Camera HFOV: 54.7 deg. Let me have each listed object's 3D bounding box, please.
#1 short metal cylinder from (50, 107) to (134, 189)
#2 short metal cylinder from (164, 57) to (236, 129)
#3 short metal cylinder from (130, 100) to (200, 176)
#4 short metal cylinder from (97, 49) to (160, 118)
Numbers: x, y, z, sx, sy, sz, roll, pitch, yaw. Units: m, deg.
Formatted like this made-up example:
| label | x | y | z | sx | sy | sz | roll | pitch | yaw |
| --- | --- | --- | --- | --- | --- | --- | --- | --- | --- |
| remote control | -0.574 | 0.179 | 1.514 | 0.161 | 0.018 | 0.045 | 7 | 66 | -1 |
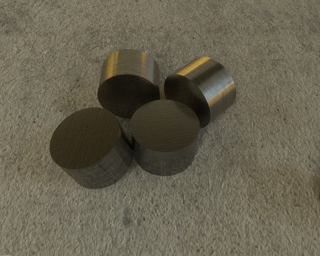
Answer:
| label | x | y | z | sx | sy | sz | roll | pitch | yaw |
| --- | --- | --- | --- | --- | --- | --- | --- | --- | --- |
| short metal cylinder | -0.076 | 0.023 | 0.355 | 0.080 | 0.050 | 0.080 | -8 | 54 | 11 |
| short metal cylinder | 0.051 | -0.046 | 0.406 | 0.050 | 0.080 | 0.080 | -37 | 59 | -26 |
| short metal cylinder | 0.006 | 0.011 | 0.377 | 0.081 | 0.050 | 0.080 | 0 | 50 | 0 |
| short metal cylinder | -0.040 | -0.058 | 0.416 | 0.081 | 0.080 | 0.050 | 0 | 50 | 0 |
